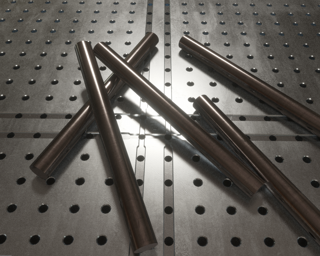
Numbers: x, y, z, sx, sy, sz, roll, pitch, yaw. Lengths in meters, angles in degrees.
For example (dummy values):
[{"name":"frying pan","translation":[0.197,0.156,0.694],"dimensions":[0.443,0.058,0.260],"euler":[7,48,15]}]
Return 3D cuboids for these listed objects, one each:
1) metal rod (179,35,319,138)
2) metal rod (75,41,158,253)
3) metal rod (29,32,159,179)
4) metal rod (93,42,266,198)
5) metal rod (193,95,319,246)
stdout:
[{"name":"metal rod","translation":[0.142,-0.063,0.462],"dimensions":[0.025,0.025,0.300],"euler":[-35,58,-26]},{"name":"metal rod","translation":[-0.064,0.000,0.383],"dimensions":[0.025,0.025,0.299],"euler":[-15,59,-13]},{"name":"metal rod","translation":[-0.077,-0.052,0.449],"dimensions":[0.025,0.025,0.301],"euler":[20,53,16]},{"name":"metal rod","translation":[0.010,-0.024,0.408],"dimensions":[0.025,0.025,0.300],"euler":[-35,65,-26]},{"name":"metal rod","translation":[0.133,0.062,0.357],"dimensions":[0.025,0.025,0.300],"euler":[-24,54,-19]}]
